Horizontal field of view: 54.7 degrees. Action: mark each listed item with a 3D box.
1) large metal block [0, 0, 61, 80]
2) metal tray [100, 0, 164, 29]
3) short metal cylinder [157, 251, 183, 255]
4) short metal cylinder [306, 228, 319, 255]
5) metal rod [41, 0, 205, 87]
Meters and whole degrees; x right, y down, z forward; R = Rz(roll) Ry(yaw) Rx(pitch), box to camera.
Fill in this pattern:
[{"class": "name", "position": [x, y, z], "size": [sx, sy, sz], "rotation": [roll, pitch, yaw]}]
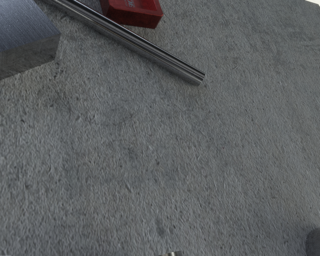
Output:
[{"class": "large metal block", "position": [-0.177, -0.111, 0.360], "size": [0.080, 0.050, 0.081], "rotation": [49, 51, 6]}, {"class": "metal tray", "position": [-0.055, -0.226, 0.508], "size": [0.091, 0.030, 0.130], "rotation": [-2, 63, -29]}, {"class": "short metal cylinder", "position": [-0.013, 0.145, 0.273], "size": [0.081, 0.080, 0.050], "rotation": [-2, 63, -29]}, {"class": "short metal cylinder", "position": [0.247, 0.171, 0.416], "size": [0.081, 0.050, 0.080], "rotation": [14, 56, -21]}, {"class": "metal rod", "position": [-0.068, -0.143, 0.454], "size": [0.301, 0.025, 0.025], "rotation": [27, 52, -11]}]
